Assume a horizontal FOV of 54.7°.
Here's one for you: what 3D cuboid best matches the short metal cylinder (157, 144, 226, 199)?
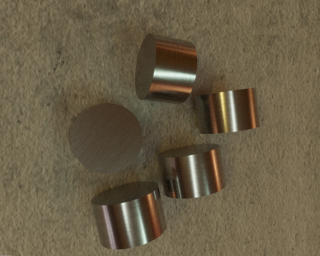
[{"bbox_3d":[0.040,0.053,0.396,0.081,0.080,0.050,-11,94,-20],"label":"short metal cylinder"}]

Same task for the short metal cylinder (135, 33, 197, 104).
[{"bbox_3d":[0.005,-0.072,0.382,0.050,0.080,0.080,5,88,-20],"label":"short metal cylinder"}]

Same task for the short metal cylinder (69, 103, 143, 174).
[{"bbox_3d":[-0.067,0.012,0.372,0.081,0.050,0.079,0,90,-21],"label":"short metal cylinder"}]

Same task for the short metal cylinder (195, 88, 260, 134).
[{"bbox_3d":[0.090,-0.023,0.414,0.081,0.080,0.050,-9,94,-20],"label":"short metal cylinder"}]

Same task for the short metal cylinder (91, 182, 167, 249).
[{"bbox_3d":[-0.036,0.100,0.367,0.081,0.080,0.050,-13,95,-20],"label":"short metal cylinder"}]
